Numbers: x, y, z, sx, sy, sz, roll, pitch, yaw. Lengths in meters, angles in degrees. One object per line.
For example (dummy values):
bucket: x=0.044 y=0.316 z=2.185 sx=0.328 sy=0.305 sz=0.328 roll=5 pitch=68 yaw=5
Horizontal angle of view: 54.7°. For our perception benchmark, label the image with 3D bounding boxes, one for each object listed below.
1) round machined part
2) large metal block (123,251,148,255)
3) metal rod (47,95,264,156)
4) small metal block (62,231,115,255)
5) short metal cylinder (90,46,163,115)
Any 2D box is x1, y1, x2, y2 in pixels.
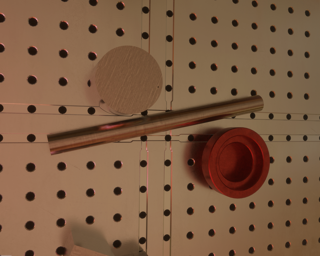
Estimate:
round machined part: x=0.103 y=0.047 z=0.442 sx=0.099 sy=0.042 sz=0.097 roll=0 pitch=90 yaw=-20
large metal block: x=-0.047 y=0.209 z=0.382 sx=0.081 sy=0.050 sz=0.079 roll=-4 pitch=92 yaw=-20
metal rod: x=0.009 y=-0.009 z=0.415 sx=0.302 sy=0.025 sz=0.025 roll=-12 pitch=94 yaw=-20
small metal block: x=-0.086 y=0.150 z=0.368 sx=0.050 sy=0.050 sz=0.025 roll=26 pitch=81 yaw=-18
short metal cylinder: x=-0.043 y=-0.056 z=0.383 sx=0.081 sy=0.050 sz=0.079 roll=0 pitch=90 yaw=-20
